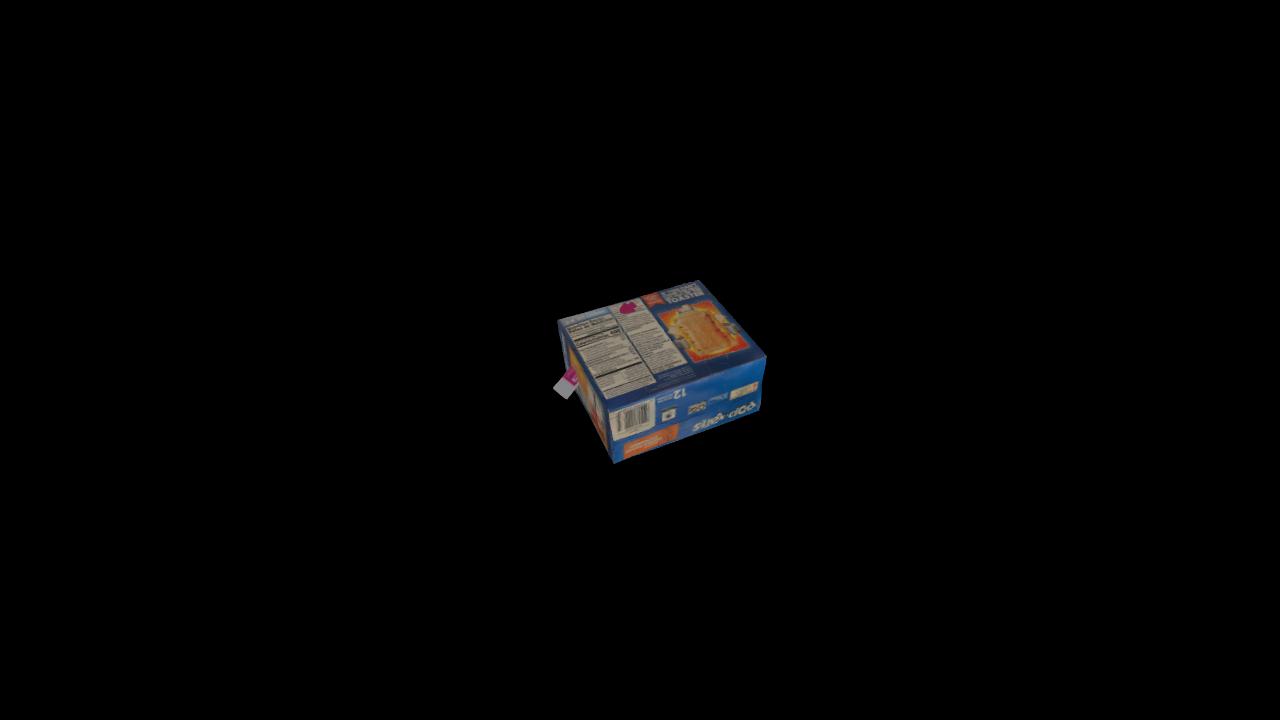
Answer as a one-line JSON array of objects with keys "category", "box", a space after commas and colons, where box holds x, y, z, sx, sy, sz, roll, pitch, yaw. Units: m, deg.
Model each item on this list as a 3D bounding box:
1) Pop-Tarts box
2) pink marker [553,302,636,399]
[{"category": "Pop-Tarts box", "box": [0.020, 0.006, 0.632, 0.167, 0.083, 0.141, -18, 46, -18]}, {"category": "pink marker", "box": [-0.044, -0.012, 0.632, 0.020, 0.121, 0.020, 38, -9, 7]}]
